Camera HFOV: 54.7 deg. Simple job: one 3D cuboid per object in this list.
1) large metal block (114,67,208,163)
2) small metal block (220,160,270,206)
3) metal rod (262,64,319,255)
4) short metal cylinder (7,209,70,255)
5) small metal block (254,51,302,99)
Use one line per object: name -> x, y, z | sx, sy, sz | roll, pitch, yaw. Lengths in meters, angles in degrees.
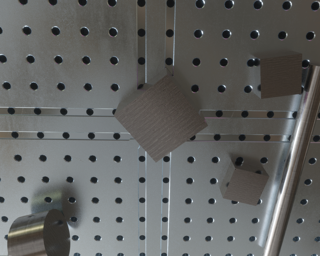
large metal block -> 0.001, -0.017, 0.394 | 0.080, 0.050, 0.080 | -37, 107, 12
small metal block -> 0.120, 0.079, 0.444 | 0.050, 0.025, 0.050 | 14, 109, -6
metal rod -> 0.187, 0.061, 0.438 | 0.025, 0.025, 0.298 | 5, 110, -2
short metal cylinder -> -0.169, 0.161, 0.441 | 0.050, 0.080, 0.080 | -14, 110, 5
small metal block -> 0.148, -0.067, 0.391 | 0.050, 0.025, 0.050 | -7, 110, 2
